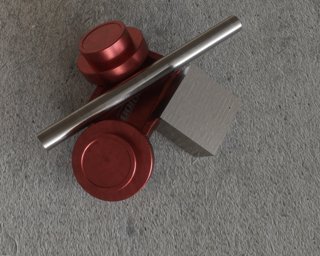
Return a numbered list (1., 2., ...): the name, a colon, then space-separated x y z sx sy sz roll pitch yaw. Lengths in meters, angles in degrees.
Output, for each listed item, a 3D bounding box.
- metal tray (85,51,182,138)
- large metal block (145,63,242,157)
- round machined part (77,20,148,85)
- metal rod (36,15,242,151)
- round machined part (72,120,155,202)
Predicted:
1. metal tray: -0.036 -0.046 0.423 0.090 0.030 0.130 23 71 8
2. large metal block: 0.042 -0.019 0.388 0.080 0.050 0.080 35 71 -14
3. round machined part: -0.069 -0.107 0.418 0.098 0.042 0.098 -13 47 15
4. metal rod: -0.018 -0.064 0.402 0.301 0.025 0.025 -34 74 -12
5. round machined part: -0.058 0.039 0.367 0.099 0.042 0.097 0 90 7
